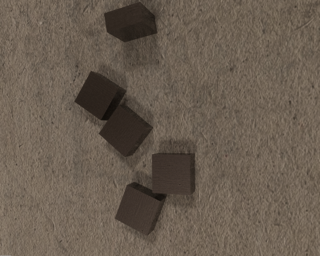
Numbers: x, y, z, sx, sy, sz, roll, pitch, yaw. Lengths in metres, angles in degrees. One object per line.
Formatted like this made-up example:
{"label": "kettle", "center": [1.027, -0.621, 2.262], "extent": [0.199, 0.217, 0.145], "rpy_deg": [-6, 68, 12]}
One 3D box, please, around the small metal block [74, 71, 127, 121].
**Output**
{"label": "small metal block", "center": [-0.084, -0.045, 0.437], "extent": [0.050, 0.025, 0.050], "rpy_deg": [34, 101, 16]}

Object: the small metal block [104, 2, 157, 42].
{"label": "small metal block", "center": [-0.037, -0.138, 0.408], "extent": [0.050, 0.050, 0.025], "rpy_deg": [-10, 87, 19]}

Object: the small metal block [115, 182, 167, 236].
{"label": "small metal block", "center": [-0.026, 0.108, 0.417], "extent": [0.050, 0.025, 0.050], "rpy_deg": [22, 97, 18]}

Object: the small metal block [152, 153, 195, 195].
{"label": "small metal block", "center": [0.018, 0.058, 0.402], "extent": [0.050, 0.025, 0.050], "rpy_deg": [-1, 90, 19]}

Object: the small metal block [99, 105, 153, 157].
{"label": "small metal block", "center": [-0.047, 0.004, 0.424], "extent": [0.050, 0.025, 0.050], "rpy_deg": [40, 102, 15]}
